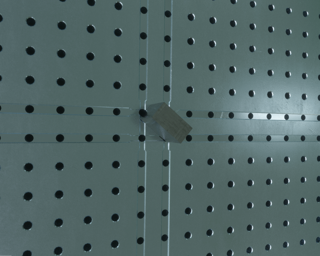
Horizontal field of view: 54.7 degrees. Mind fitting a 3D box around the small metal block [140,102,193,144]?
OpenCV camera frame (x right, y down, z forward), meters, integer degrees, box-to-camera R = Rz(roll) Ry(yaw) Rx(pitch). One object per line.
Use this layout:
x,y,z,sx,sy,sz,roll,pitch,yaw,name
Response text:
0.007,-0.006,0.403,0.050,0.050,0.025,42,77,-16,small metal block
